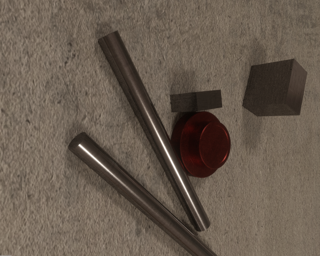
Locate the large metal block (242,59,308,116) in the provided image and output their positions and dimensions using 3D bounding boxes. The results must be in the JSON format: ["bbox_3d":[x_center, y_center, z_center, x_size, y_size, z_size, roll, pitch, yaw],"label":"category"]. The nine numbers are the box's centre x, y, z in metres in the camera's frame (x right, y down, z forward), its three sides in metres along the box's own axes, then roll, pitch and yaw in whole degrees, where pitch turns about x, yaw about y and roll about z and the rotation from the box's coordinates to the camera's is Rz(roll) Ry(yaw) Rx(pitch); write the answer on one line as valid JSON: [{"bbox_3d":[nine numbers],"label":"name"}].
[{"bbox_3d":[0.200,-0.067,0.539,0.050,0.080,0.080,26,74,-38],"label":"large metal block"}]

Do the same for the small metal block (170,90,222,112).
[{"bbox_3d":[0.050,-0.038,0.433,0.050,0.050,0.025,-11,97,-40],"label":"small metal block"}]

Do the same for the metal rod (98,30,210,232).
[{"bbox_3d":[0.001,0.019,0.407,0.025,0.025,0.299,-40,115,-33],"label":"metal rod"}]

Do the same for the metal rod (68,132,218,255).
[{"bbox_3d":[-0.002,0.112,0.404,0.300,0.025,0.025,49,61,-29],"label":"metal rod"}]

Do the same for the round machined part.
[{"bbox_3d":[0.066,0.024,0.451,0.099,0.042,0.097,0,90,-40],"label":"round machined part"}]
